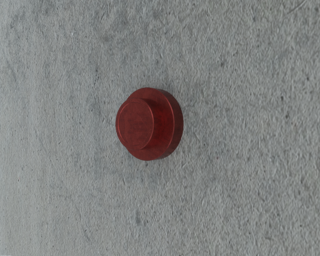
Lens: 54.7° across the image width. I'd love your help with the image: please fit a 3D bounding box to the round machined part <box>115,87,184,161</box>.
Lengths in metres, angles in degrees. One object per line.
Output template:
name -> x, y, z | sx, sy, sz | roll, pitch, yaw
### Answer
round machined part -> -0.021, -0.005, 0.410 | 0.098, 0.042, 0.097 | 0, 90, 39
